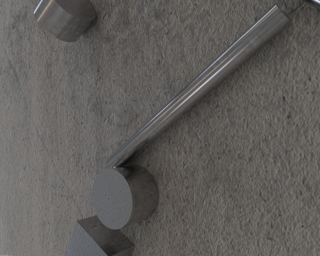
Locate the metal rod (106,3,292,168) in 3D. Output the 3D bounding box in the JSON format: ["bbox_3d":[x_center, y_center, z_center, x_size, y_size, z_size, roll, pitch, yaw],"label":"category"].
[{"bbox_3d":[0.026,-0.030,0.383,0.299,0.025,0.025,-41,65,32],"label":"metal rod"}]

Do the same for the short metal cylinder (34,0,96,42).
[{"bbox_3d":[-0.150,-0.185,0.493,0.050,0.081,0.080,-38,67,34],"label":"short metal cylinder"}]

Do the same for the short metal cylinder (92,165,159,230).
[{"bbox_3d":[-0.049,0.094,0.429,0.080,0.050,0.080,0,90,40],"label":"short metal cylinder"}]

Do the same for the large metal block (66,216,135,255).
[{"bbox_3d":[-0.093,0.190,0.466,0.080,0.050,0.079,32,110,35],"label":"large metal block"}]

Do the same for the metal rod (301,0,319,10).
[{"bbox_3d":[0.085,-0.190,0.334,0.300,0.025,0.025,47,118,29],"label":"metal rod"}]
